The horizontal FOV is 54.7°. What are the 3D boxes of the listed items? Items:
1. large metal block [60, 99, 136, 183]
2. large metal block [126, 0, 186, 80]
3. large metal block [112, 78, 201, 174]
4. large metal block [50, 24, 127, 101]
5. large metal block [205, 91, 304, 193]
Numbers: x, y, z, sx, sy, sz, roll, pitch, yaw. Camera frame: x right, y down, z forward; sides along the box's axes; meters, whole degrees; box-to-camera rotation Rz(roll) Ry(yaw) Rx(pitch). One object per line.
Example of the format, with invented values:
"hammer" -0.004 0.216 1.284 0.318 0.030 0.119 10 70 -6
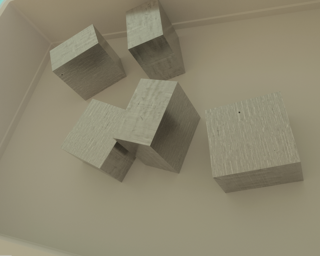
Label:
"large metal block" -0.072 0.015 0.416 0.080 0.050 0.080 20 72 35
"large metal block" -0.006 -0.124 0.448 0.050 0.080 0.080 -19 55 17
"large metal block" 0.000 -0.002 0.370 0.050 0.080 0.080 10 67 32
"large metal block" -0.112 -0.101 0.489 0.080 0.080 0.050 -29 52 9
"large metal block" 0.098 0.017 0.328 0.080 0.050 0.080 -14 56 20
